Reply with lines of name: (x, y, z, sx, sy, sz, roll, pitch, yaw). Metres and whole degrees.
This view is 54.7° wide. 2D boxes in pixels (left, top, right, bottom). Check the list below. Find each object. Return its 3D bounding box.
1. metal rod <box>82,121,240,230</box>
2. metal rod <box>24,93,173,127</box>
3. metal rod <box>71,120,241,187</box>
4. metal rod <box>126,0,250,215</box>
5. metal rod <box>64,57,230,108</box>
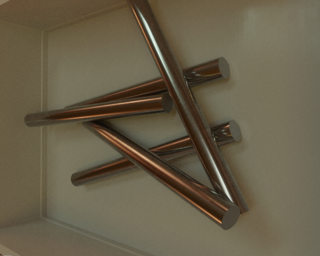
metal rod: (-0.025, 0.036, 0.392, 0.300, 0.025, 0.025, 27, 107, 48)
metal rod: (-0.112, -0.022, 0.471, 0.300, 0.025, 0.025, -4, 88, 36)
metal rod: (-0.028, 0.045, 0.430, 0.299, 0.025, 0.025, -21, 77, 38)
metal rod: (0.022, -0.044, 0.354, 0.025, 0.025, 0.299, -36, 68, 34)
metal rod: (-0.042, -0.047, 0.441, 0.300, 0.025, 0.025, -10, 84, 39)
